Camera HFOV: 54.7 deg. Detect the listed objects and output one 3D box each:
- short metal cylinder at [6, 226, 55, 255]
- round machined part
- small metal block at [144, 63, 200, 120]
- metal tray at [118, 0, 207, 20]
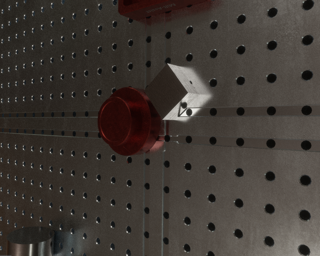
[{"bbox_3d":[-0.236,0.219,0.565,0.080,0.081,0.050,6,94,39],"label":"short metal cylinder"},{"bbox_3d":[-0.050,-0.009,0.438,0.098,0.042,0.097,0,90,39],"label":"round machined part"},{"bbox_3d":[0.014,-0.045,0.396,0.050,0.025,0.050,-46,63,30],"label":"small metal block"},{"bbox_3d":[0.001,-0.201,0.402,0.130,0.030,0.089,2,91,39],"label":"metal tray"}]
